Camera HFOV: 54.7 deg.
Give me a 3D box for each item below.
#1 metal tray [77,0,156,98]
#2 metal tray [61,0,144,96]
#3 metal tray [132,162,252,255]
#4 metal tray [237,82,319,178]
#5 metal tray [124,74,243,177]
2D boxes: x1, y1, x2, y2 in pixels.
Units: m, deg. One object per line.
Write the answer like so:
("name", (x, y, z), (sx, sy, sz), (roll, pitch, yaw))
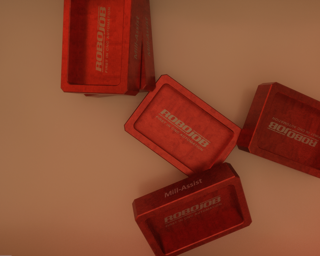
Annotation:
("metal tray", (-0.057, -0.108, 0.392), (0.090, 0.030, 0.129), (-4, 90, 22))
("metal tray", (-0.068, -0.104, 0.363), (0.090, 0.030, 0.129), (4, 93, 21))
("metal tray", (0.042, 0.107, 0.389), (0.131, 0.030, 0.090), (-22, 120, -1))
("metal tray", (0.174, 0.006, 0.395), (0.131, 0.030, 0.090), (20, 90, -15))
("metal tray", (0.031, 0.003, 0.409), (0.130, 0.030, 0.090), (36, 90, -1))
